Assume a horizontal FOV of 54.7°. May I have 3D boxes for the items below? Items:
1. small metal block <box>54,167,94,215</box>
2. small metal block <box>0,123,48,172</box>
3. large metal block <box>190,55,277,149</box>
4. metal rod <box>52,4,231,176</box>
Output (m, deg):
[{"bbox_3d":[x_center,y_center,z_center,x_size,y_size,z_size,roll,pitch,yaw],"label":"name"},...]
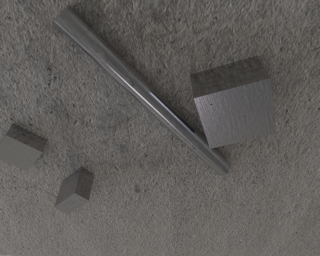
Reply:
[{"bbox_3d":[-0.129,0.095,0.470,0.050,0.050,0.025,-35,122,26],"label":"small metal block"},{"bbox_3d":[-0.194,0.028,0.429,0.050,0.025,0.050,31,123,-24],"label":"small metal block"},{"bbox_3d":[0.087,-0.029,0.367,0.080,0.050,0.080,-14,129,11],"label":"large metal block"},{"bbox_3d":[-0.002,-0.027,0.384,0.025,0.025,0.300,-33,123,24],"label":"metal rod"}]
